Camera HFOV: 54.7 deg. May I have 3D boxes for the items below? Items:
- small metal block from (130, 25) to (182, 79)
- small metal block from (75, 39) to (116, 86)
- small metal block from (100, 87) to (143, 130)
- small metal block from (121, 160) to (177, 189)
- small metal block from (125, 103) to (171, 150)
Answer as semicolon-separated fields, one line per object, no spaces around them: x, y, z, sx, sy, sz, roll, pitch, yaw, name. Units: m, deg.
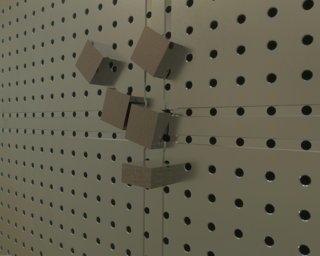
-0.006;-0.101;0.412;0.050;0.025;0.050;42;115;31;small metal block
-0.103;-0.104;0.492;0.050;0.025;0.050;50;119;28;small metal block
-0.057;-0.028;0.454;0.050;0.025;0.050;23;104;37;small metal block
-0.014;0.059;0.403;0.050;0.050;0.025;4;92;39;small metal block
-0.017;-0.003;0.422;0.050;0.025;0.050;20;103;38;small metal block
